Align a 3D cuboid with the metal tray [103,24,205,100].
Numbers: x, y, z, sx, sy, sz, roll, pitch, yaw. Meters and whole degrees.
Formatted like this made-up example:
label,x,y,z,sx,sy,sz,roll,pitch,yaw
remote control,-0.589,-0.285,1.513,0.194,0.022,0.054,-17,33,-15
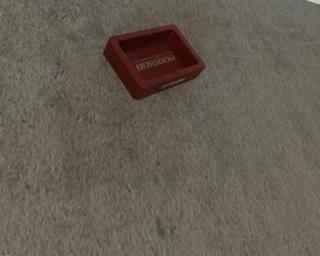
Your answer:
label,x,y,z,sx,sy,sz,roll,pitch,yaw
metal tray,-0.005,-0.102,0.458,0.131,0.030,0.090,-25,76,-37
